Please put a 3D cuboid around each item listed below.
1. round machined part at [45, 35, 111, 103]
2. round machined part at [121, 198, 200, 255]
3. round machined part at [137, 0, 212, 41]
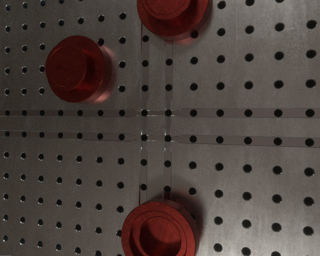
[{"bbox_3d":[-0.124,-0.085,0.446,0.098,0.042,0.097,0,90,19],"label":"round machined part"},{"bbox_3d":[0.003,0.140,0.402,0.098,0.042,0.097,0,90,19],"label":"round machined part"},{"bbox_3d":[0.015,-0.166,0.398,0.098,0.042,0.097,0,90,19],"label":"round machined part"}]
